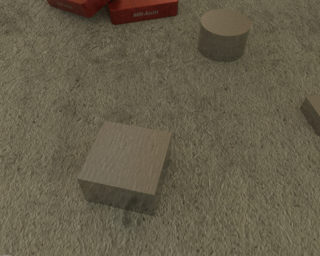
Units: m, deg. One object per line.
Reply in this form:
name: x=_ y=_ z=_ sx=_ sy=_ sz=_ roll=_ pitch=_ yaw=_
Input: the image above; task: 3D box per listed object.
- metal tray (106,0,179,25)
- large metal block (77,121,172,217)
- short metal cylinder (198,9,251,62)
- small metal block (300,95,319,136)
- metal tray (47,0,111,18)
metal tray: x=-0.039 y=-0.248 z=0.608 sx=0.131 sy=0.030 sz=0.090 roll=-12 pitch=51 yaw=-11
large metal block: x=-0.035 y=0.044 z=0.350 sx=0.080 sy=0.050 sz=0.080 roll=10 pitch=51 yaw=8
short metal cylinder: x=0.106 y=-0.156 z=0.519 sx=0.081 sy=0.050 sz=0.080 roll=0 pitch=50 yaw=0
small metal block: x=0.230 y=-0.020 z=0.422 sx=0.050 sy=0.025 sz=0.050 roll=-8 pitch=51 yaw=-7
metal tray: x=-0.152 y=-0.263 z=0.594 sx=0.130 sy=0.030 sz=0.090 roll=27 pitch=67 yaw=32
